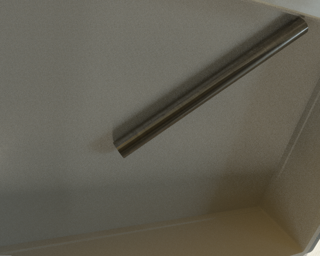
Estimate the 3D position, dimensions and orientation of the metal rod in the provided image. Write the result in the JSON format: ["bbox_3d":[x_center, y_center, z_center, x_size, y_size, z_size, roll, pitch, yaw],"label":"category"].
[{"bbox_3d":[0.070,-0.056,0.411,0.301,0.025,0.025,-34,129,-6],"label":"metal rod"}]
